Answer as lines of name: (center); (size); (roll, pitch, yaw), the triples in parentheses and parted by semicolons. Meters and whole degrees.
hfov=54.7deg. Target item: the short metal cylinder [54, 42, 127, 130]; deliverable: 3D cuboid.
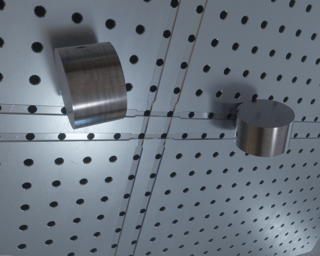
short metal cylinder: (-0.070, -0.043, 0.311); (0.050, 0.080, 0.079); (-14, 124, -21)

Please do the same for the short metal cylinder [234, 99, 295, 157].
short metal cylinder: (0.152, -0.002, 0.458); (0.081, 0.080, 0.050); (-17, 126, -18)
